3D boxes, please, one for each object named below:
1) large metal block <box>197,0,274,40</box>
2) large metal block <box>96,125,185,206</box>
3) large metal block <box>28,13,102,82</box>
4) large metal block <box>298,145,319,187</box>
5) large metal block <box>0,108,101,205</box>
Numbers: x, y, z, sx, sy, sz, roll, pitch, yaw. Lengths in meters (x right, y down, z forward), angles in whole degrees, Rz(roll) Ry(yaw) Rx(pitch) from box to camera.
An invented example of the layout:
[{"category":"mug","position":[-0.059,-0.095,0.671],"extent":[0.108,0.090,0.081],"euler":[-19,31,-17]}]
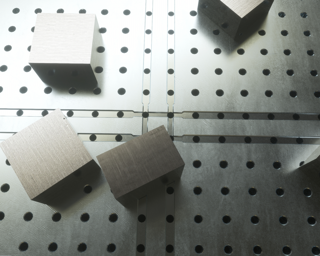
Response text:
[{"category":"large metal block","position":[0.116,-0.196,0.471],"extent":[0.080,0.050,0.080],"euler":[-40,75,-13]},{"category":"large metal block","position":[-0.021,0.047,0.365],"extent":[0.080,0.080,0.050],"euler":[-25,72,-9]},{"category":"large metal block","position":[-0.130,-0.113,0.439],"extent":[0.080,0.050,0.080],"euler":[1,70,0]},{"category":"large metal block","position":[0.238,0.046,0.383],"extent":[0.080,0.050,0.080],"euler":[-41,75,-14]},{"category":"large metal block","position":[-0.133,0.036,0.385],"extent":[0.080,0.050,0.080],"euler":[-34,74,-12]}]
